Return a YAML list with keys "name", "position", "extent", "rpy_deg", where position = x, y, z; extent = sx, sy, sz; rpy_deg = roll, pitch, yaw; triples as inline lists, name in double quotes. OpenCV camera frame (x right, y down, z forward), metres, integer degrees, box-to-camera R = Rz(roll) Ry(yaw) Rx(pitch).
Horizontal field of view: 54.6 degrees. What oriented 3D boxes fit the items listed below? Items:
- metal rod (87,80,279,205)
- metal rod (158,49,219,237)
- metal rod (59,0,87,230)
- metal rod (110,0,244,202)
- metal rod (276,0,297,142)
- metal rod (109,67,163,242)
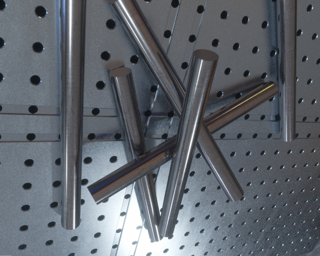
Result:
- name: "metal rod"
  position: [0.043, 0.011, 0.418]
  extent: [0.302, 0.025, 0.025]
  rpy_deg: [-30, 129, -18]
- name: "metal rod"
  position: [0.027, 0.045, 0.392]
  extent: [0.025, 0.025, 0.298]
  rpy_deg: [-11, 133, -23]
- name: "metal rod"
  position: [-0.101, -0.001, 0.354]
  extent: [0.025, 0.025, 0.298]
  rpy_deg: [-5, 121, -26]
- name: "metal rod"
  position: [0.034, -0.017, 0.376]
  extent: [0.025, 0.025, 0.299]
  rpy_deg: [-36, 116, -5]
- name: "metal rod"
  position: [0.185, -0.097, 0.450]
  extent: [0.025, 0.025, 0.299]
  rpy_deg: [-27, 128, -11]
- name: "metal rod"
  position: [-0.025, 0.058, 0.432]
  extent: [0.025, 0.025, 0.298]
  rpy_deg: [-21, 126, -16]
